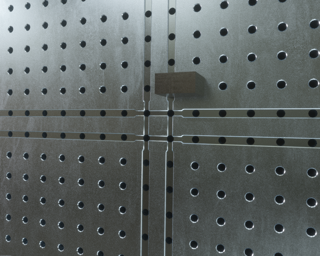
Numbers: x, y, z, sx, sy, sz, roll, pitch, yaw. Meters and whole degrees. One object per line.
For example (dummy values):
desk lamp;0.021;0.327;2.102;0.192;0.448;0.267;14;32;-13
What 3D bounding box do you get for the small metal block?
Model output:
small metal block;0.026;-0.054;0.390;0.050;0.050;0.025;1;90;20
